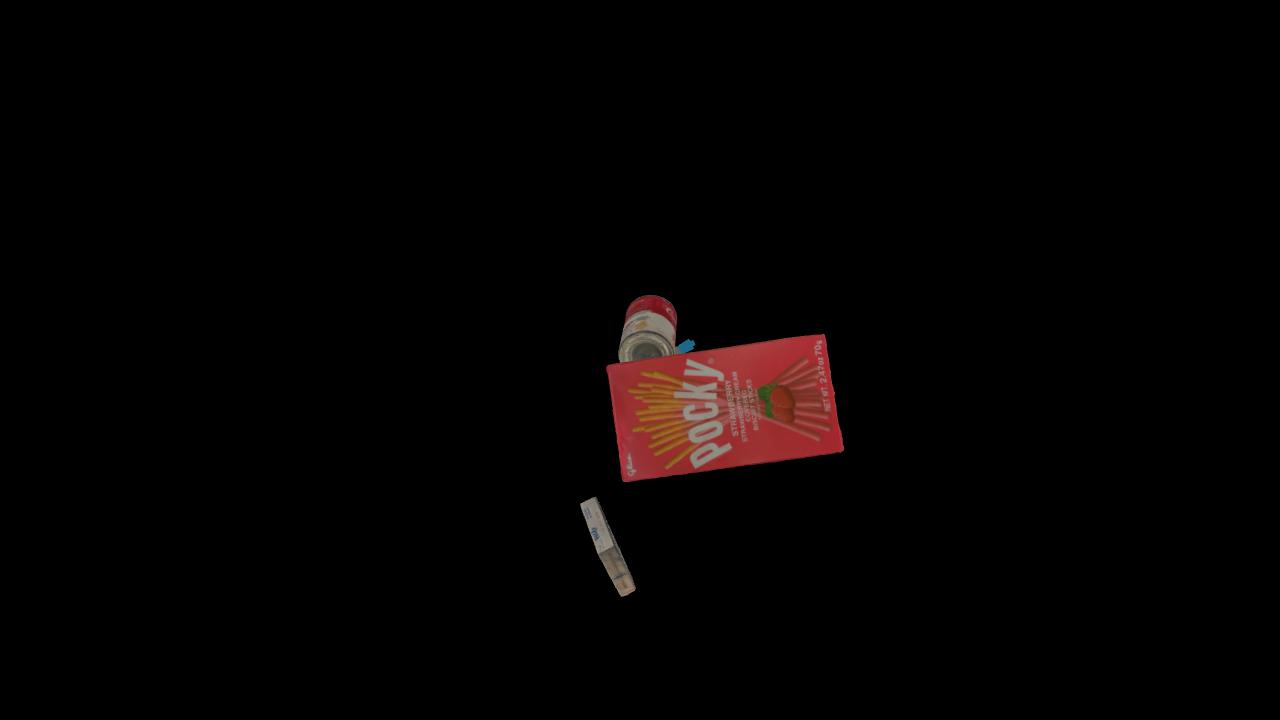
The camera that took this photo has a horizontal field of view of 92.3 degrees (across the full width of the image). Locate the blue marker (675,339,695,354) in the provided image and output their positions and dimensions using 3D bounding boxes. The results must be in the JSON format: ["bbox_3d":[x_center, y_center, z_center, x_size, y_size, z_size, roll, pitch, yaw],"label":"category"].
[{"bbox_3d":[0.036,-0.001,1.008,0.121,0.020,0.020,-28,3,-6],"label":"blue marker"}]

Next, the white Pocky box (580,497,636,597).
[{"bbox_3d":[-0.044,0.267,0.873,0.028,0.154,0.084,-23,48,-8],"label":"white Pocky box"}]

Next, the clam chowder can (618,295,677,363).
[{"bbox_3d":[0.011,-0.029,0.754,0.068,0.068,0.102,0,30,6],"label":"clam chowder can"}]

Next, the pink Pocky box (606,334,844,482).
[{"bbox_3d":[0.058,0.034,0.433,0.155,0.084,0.029,-8,-4,2],"label":"pink Pocky box"}]
